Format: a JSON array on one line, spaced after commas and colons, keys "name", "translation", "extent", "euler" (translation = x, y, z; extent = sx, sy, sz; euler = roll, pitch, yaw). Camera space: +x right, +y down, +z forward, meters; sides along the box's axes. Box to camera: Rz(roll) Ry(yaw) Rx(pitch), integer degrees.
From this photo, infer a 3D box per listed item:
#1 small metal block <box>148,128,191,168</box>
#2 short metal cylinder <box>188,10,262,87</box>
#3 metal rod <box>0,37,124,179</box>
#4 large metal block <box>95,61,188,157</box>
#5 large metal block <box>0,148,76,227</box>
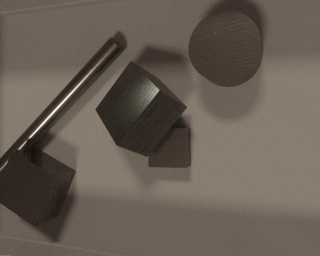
[{"name": "small metal block", "translation": [0.013, 0.025, 0.405], "extent": [0.050, 0.025, 0.050], "euler": [-1, 90, 19]}, {"name": "short metal cylinder", "translation": [0.079, -0.092, 0.369], "extent": [0.080, 0.050, 0.079], "euler": [0, 90, 19]}, {"name": "metal rod", "translation": [-0.165, -0.018, 0.466], "extent": [0.299, 0.025, 0.025], "euler": [-43, 77, 14]}, {"name": "large metal block", "translation": [-0.026, -0.025, 0.388], "extent": [0.080, 0.050, 0.080], "euler": [-52, 44, 12]}, {"name": "large metal block", "translation": [-0.185, 0.085, 0.461], "extent": [0.080, 0.050, 0.080], "euler": [26, 98, 17]}]
